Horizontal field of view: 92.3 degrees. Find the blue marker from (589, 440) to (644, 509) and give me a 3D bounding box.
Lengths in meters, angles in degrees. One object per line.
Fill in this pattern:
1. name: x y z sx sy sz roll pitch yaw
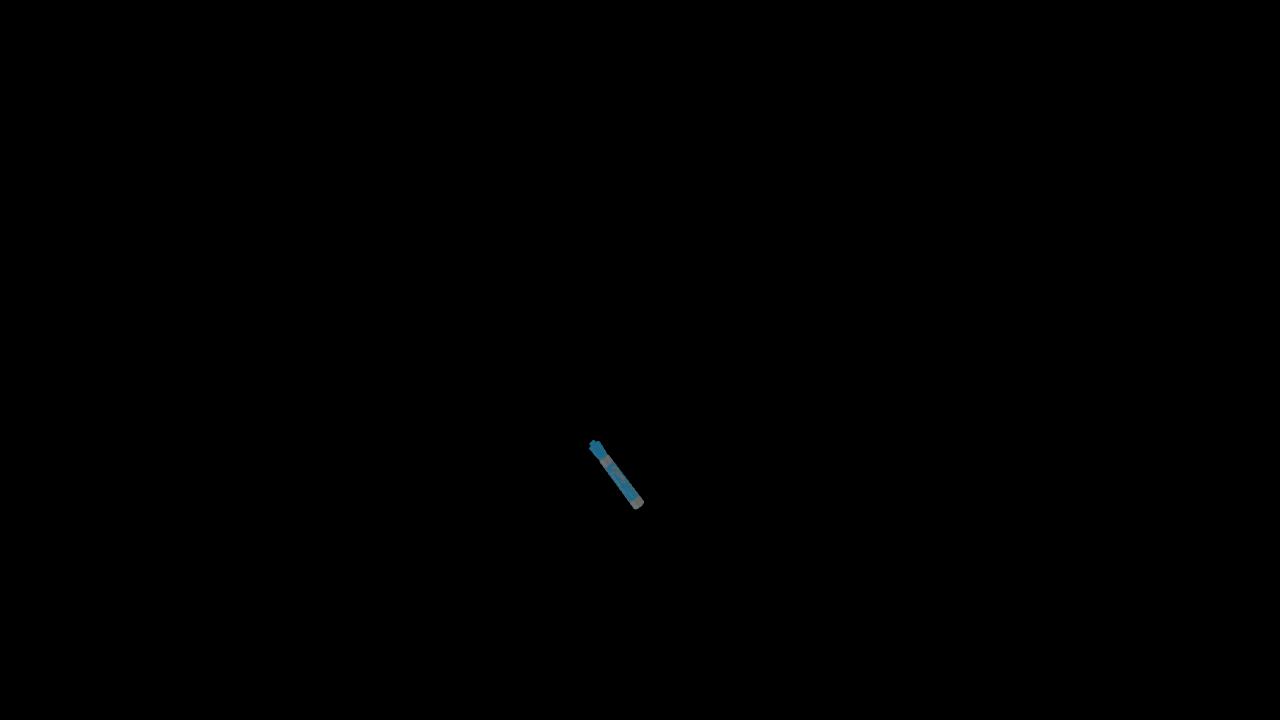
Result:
1. blue marker: -0.036 0.167 0.903 0.020 0.121 0.020 -35 9 6
